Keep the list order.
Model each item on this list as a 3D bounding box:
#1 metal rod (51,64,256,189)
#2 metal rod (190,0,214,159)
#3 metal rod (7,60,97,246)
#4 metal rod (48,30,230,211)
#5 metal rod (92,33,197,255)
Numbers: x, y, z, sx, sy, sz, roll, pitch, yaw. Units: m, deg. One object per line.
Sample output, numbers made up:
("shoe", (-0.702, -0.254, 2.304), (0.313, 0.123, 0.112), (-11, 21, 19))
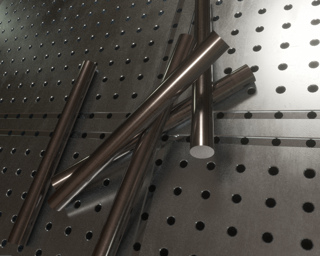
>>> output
("metal rod", (-0.015, 0.004, 0.412), (0.301, 0.025, 0.025), (-30, 52, 8))
("metal rod", (0.056, -0.093, 0.409), (0.025, 0.025, 0.300), (-11, 49, 22))
("metal rod", (-0.156, 0.023, 0.473), (0.025, 0.025, 0.300), (1, 62, 28))
("metal rod", (-0.038, 0.005, 0.369), (0.299, 0.025, 0.025), (-44, 49, 19))
("metal rod", (-0.016, 0.020, 0.377), (0.025, 0.025, 0.299), (14, 76, 33))
